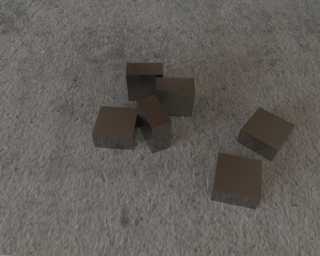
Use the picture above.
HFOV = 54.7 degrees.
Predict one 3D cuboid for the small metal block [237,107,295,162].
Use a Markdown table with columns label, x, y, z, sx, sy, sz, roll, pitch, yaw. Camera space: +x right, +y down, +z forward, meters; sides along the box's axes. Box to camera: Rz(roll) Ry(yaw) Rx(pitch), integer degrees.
| label | x | y | z | sx | sy | sz | roll | pitch | yaw |
| --- | --- | --- | --- | --- | --- | --- | --- | --- | --- |
| small metal block | 0.136 | 0.007 | 0.399 | 0.050 | 0.025 | 0.050 | 32 | 57 | 24 |

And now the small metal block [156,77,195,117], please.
| label | x | y | z | sx | sy | sz | roll | pitch | yaw |
| --- | --- | --- | --- | --- | --- | --- | --- | --- | --- |
| small metal block | 0.020 | -0.042 | 0.422 | 0.050 | 0.050 | 0.025 | 1 | 50 | 0 |

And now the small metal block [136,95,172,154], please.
| label | x | y | z | sx | sy | sz | roll | pitch | yaw |
| --- | --- | --- | --- | --- | --- | --- | --- | --- | --- |
| small metal block | -0.008 | -0.005 | 0.391 | 0.025 | 0.050 | 0.050 | -19 | 53 | -15 |

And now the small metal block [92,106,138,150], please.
| label | x | y | z | sx | sy | sz | roll | pitch | yaw |
| --- | --- | --- | --- | --- | --- | --- | --- | --- | --- |
| small metal block | -0.056 | 0.000 | 0.403 | 0.050 | 0.025 | 0.050 | 4 | 50 | 3 |

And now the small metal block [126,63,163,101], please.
| label | x | y | z | sx | sy | sz | roll | pitch | yaw |
| --- | --- | --- | --- | --- | --- | --- | --- | --- | --- |
| small metal block | -0.021 | -0.065 | 0.442 | 0.050 | 0.050 | 0.025 | -1 | 50 | -1 |

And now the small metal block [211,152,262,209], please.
| label | x | y | z | sx | sy | sz | roll | pitch | yaw |
| --- | --- | --- | --- | --- | --- | --- | --- | --- | --- |
| small metal block | 0.088 | 0.060 | 0.354 | 0.050 | 0.025 | 0.050 | 10 | 51 | 8 |
